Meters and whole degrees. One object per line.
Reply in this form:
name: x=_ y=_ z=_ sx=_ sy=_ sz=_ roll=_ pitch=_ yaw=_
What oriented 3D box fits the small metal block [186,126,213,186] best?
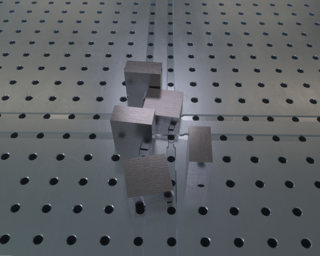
small metal block: x=0.045 y=0.033 z=0.364 sx=0.025 sy=0.050 sz=0.050 roll=2 pitch=50 yaw=2

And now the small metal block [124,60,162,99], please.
small metal block: x=-0.023 y=-0.069 z=0.449 sx=0.050 sy=0.050 sz=0.025 roll=4 pitch=50 yaw=4

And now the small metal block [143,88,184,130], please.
small metal block: x=0.004 y=-0.027 z=0.431 sx=0.050 sy=0.025 sz=0.050 roll=7 pitch=50 yaw=6

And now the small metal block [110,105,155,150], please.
small metal block: x=-0.033 y=0.000 z=0.392 sx=0.050 sy=0.050 sz=0.025 roll=6 pitch=51 yaw=5

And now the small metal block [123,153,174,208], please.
small metal block: x=-0.014 y=0.060 z=0.357 sx=0.050 sy=0.025 sz=0.050 roll=-8 pitch=51 yaw=-7
